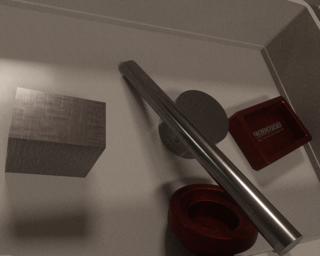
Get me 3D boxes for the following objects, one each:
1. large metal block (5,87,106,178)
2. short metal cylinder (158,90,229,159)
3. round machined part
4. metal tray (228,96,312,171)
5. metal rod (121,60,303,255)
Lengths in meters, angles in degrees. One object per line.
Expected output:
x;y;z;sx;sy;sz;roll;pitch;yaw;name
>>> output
-0.105;0.010;0.309;0.081;0.080;0.050;9;58;-24;large metal block
0.045;-0.004;0.418;0.081;0.050;0.080;14;56;-21;short metal cylinder
0.057;0.105;0.342;0.099;0.042;0.098;6;21;-2;round machined part
0.176;0.004;0.497;0.131;0.030;0.090;-19;72;-36;metal tray
0.032;0.006;0.345;0.025;0.025;0.300;-9;43;-33;metal rod
